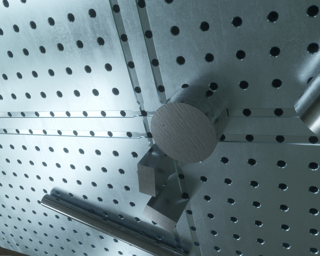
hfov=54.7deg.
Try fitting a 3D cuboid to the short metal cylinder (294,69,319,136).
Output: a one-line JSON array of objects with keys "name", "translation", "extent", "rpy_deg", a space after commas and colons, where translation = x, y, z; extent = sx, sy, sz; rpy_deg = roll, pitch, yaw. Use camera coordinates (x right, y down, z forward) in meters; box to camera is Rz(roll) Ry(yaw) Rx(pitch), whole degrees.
[{"name": "short metal cylinder", "translation": [0.170, -0.021, 0.273], "extent": [0.080, 0.080, 0.050], "rpy_deg": [31, 129, 8]}]

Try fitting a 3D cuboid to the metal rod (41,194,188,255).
[{"name": "metal rod", "translation": [-0.093, 0.185, 0.575], "extent": [0.301, 0.025, 0.025], "rpy_deg": [17, 125, 18]}]

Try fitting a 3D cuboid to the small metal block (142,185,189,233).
[{"name": "small metal block", "translation": [0.009, 0.118, 0.463], "extent": [0.050, 0.050, 0.025], "rpy_deg": [30, 128, 9]}]

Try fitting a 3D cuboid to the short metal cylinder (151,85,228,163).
[{"name": "short metal cylinder", "translation": [0.036, -0.005, 0.373], "extent": [0.080, 0.050, 0.079], "rpy_deg": [13, 124, 21]}]

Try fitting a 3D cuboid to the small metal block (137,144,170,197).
[{"name": "small metal block", "translation": [-0.008, 0.059, 0.436], "extent": [0.025, 0.050, 0.050], "rpy_deg": [12, 124, 22]}]
